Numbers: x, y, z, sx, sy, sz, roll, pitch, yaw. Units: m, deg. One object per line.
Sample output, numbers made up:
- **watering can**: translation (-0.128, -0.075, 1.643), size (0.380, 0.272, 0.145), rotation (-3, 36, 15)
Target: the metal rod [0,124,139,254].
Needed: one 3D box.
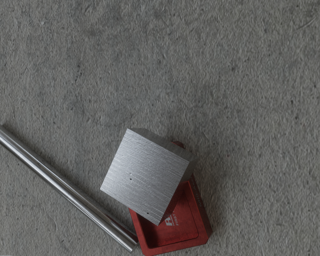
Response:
- **metal rod**: translation (-0.152, 0.080, 0.462), size (0.300, 0.025, 0.025), rotation (34, 101, 16)

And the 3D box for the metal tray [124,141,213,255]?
- **metal tray**: translation (0.004, 0.091, 0.404), size (0.090, 0.030, 0.129), rotation (-21, 83, 18)

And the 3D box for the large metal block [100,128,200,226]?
- **large metal block**: translation (-0.011, 0.053, 0.367), size (0.080, 0.050, 0.080), rotation (28, 99, 17)
